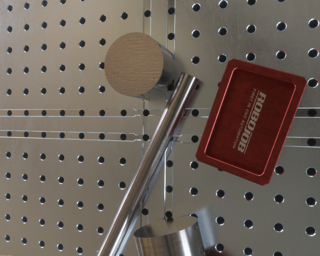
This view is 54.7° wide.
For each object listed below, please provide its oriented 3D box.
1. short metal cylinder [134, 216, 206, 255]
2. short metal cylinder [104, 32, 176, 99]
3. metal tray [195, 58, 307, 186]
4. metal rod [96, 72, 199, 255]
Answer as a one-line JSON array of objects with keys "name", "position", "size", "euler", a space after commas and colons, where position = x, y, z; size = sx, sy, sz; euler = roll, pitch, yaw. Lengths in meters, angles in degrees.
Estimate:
[{"name": "short metal cylinder", "position": [0.013, 0.145, 0.379], "size": [0.080, 0.080, 0.050], "euler": [-14, 85, 19]}, {"name": "short metal cylinder", "position": [-0.025, -0.079, 0.408], "size": [0.080, 0.050, 0.079], "euler": [0, 90, 20]}, {"name": "metal tray", "position": [0.107, -0.008, 0.372], "size": [0.090, 0.030, 0.129], "euler": [20, 97, 18]}, {"name": "metal rod", "position": [-0.023, 0.066, 0.420], "size": [0.025, 0.025, 0.298], "euler": [28, 99, 18]}]
